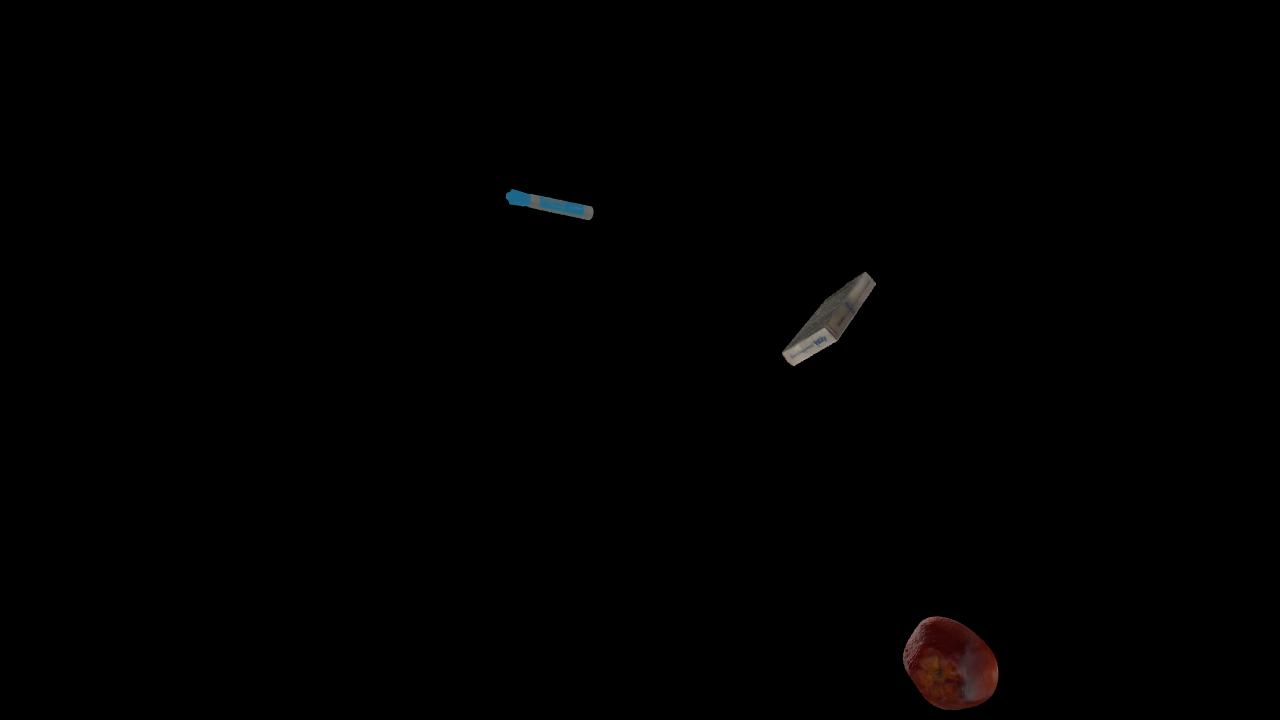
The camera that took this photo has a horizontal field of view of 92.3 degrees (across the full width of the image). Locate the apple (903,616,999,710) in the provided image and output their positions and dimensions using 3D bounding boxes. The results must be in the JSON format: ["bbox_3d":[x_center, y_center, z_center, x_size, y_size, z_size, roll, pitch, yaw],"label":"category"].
[{"bbox_3d":[0.285,0.280,0.569,0.079,0.079,0.093,0,-8,42],"label":"apple"}]

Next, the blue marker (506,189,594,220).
[{"bbox_3d":[-0.115,-0.200,0.792,0.121,0.020,0.020,3,-2,-37],"label":"blue marker"}]

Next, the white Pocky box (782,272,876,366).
[{"bbox_3d":[0.256,-0.057,0.828,0.154,0.028,0.084,-43,2,-39],"label":"white Pocky box"}]
